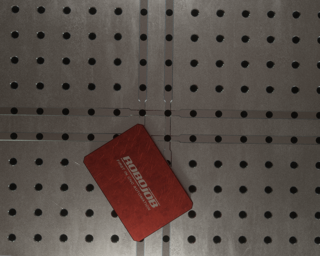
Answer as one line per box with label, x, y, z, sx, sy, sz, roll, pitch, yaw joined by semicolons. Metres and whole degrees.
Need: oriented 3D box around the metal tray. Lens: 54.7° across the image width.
metal tray;-0.028;0.070;0.411;0.090;0.030;0.130;-32;90;-1
